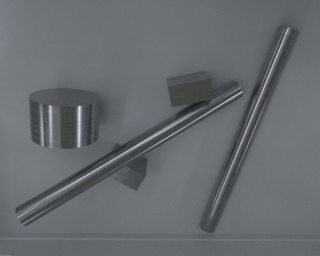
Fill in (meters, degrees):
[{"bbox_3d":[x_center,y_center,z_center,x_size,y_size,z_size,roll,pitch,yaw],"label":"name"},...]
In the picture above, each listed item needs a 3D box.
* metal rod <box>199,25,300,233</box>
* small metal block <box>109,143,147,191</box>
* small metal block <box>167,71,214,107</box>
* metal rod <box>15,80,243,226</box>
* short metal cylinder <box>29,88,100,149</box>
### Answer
[{"bbox_3d":[0.112,0.016,0.418,0.025,0.025,0.298,15,109,-6],"label":"metal rod"},{"bbox_3d":[-0.046,0.051,0.416,0.050,0.050,0.025,29,107,-11],"label":"small metal block"},{"bbox_3d":[0.036,-0.049,0.380,0.050,0.050,0.025,-11,110,3],"label":"small metal block"},{"bbox_3d":[-0.030,0.026,0.376,0.301,0.025,0.025,-31,108,-7],"label":"metal rod"},{"bbox_3d":[-0.114,-0.014,0.375,0.081,0.080,0.050,5,110,-2],"label":"short metal cylinder"}]
